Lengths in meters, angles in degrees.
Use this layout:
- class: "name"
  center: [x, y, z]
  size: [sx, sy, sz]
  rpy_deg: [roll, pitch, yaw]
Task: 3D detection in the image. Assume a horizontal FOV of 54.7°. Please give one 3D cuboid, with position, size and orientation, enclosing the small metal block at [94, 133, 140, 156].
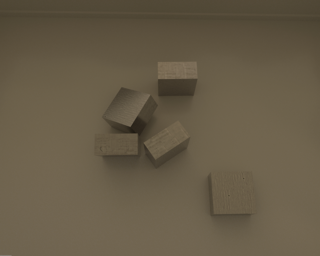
- class: "small metal block"
  center: [-0.051, 0.022, 0.386]
  size: [0.050, 0.050, 0.025]
  rpy_deg: [-1, 82, 0]

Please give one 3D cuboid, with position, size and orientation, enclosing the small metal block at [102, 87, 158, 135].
- class: "small metal block"
  center: [-0.039, -0.022, 0.407]
  size: [0.050, 0.025, 0.050]
  rpy_deg: [18, 68, 33]

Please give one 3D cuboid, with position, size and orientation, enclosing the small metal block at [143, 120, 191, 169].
- class: "small metal block"
  center: [0.008, 0.022, 0.388]
  size: [0.050, 0.050, 0.025]
  rpy_deg: [-33, 74, -11]

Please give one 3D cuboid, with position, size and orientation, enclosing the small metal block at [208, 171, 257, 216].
- class: "small metal block"
  center: [0.088, 0.081, 0.381]
  size: [0.050, 0.025, 0.050]
  rpy_deg: [-1, 70, -1]

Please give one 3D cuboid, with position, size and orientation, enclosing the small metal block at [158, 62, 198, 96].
- class: "small metal block"
  center: [0.023, -0.066, 0.420]
  size: [0.050, 0.050, 0.025]
  rpy_deg: [-1, 70, 0]
